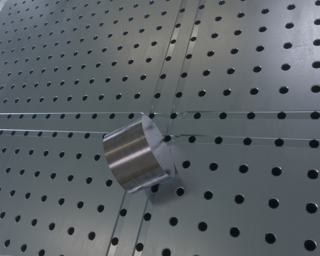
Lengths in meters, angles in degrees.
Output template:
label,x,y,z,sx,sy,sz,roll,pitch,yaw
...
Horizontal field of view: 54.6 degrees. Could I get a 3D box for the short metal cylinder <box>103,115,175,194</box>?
label,x,y,z,sx,sy,sz,roll,pitch,yaw
short metal cylinder,-0.023,0.031,0.367,0.050,0.080,0.080,-26,53,12
